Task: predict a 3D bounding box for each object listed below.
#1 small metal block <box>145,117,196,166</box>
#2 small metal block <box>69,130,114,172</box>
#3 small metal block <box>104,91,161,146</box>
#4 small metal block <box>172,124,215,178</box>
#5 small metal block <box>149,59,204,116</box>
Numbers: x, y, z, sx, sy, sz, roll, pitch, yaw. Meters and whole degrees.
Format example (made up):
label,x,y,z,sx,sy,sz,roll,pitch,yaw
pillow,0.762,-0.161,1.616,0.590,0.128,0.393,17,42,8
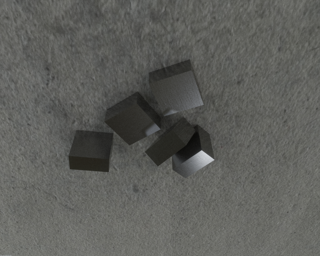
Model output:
label,x,y,z,sx,sy,sz,roll,pitch,yaw
small metal block,0.014,0.017,0.402,0.050,0.050,0.025,-40,93,28
small metal block,-0.091,0.030,0.415,0.050,0.050,0.025,5,130,-5
small metal block,-0.034,-0.011,0.397,0.050,0.025,0.050,-28,125,21
small metal block,0.043,0.031,0.418,0.025,0.050,0.050,37,121,-27
small metal block,0.020,-0.047,0.368,0.050,0.025,0.050,-16,129,12
